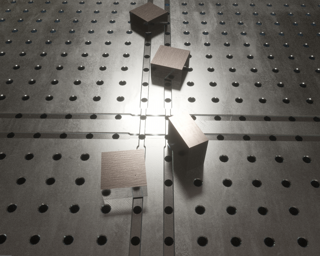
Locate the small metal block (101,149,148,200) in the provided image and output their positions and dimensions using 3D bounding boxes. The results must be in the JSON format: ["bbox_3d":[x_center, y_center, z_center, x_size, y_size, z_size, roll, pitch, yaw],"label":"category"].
[{"bbox_3d":[-0.042,0.054,0.362,0.050,0.025,0.050,-4,50,-4],"label":"small metal block"}]

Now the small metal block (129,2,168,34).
[{"bbox_3d":[-0.021,-0.208,0.582,0.050,0.025,0.050,-36,59,-27],"label":"small metal block"}]

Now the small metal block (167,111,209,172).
[{"bbox_3d":[0.032,0.016,0.378,0.025,0.050,0.050,-21,53,-17],"label":"small metal block"}]

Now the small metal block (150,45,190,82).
[{"bbox_3d":[0.017,-0.104,0.495,0.050,0.025,0.050,14,51,11],"label":"small metal block"}]
